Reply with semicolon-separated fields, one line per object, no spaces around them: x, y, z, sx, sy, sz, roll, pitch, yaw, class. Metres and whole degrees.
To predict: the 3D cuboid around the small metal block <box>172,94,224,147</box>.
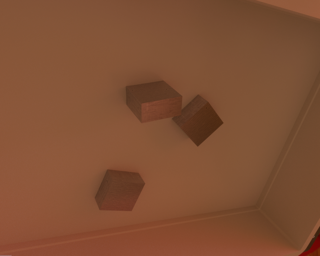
0.053;-0.010;0.434;0.050;0.025;0.050;-43;130;1;small metal block

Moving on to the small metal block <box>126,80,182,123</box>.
-0.008;-0.033;0.369;0.050;0.050;0.025;-12;124;-22;small metal block

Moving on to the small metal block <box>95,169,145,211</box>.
-0.056;0.088;0.434;0.050;0.025;0.050;13;112;-34;small metal block
